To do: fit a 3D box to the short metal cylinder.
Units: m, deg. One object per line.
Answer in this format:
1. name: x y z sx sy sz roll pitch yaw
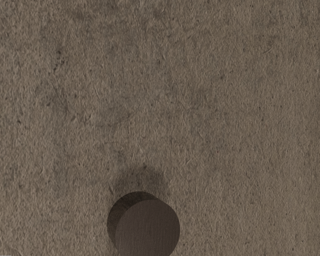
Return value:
1. short metal cylinder: -0.022 0.124 0.389 0.081 0.050 0.079 0 90 -21
